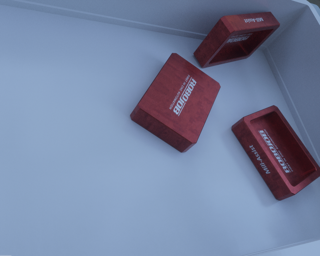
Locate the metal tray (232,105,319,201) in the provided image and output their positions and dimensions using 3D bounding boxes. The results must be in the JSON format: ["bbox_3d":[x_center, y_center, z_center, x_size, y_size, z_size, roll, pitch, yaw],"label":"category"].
[{"bbox_3d":[0.180,0.034,0.478,0.091,0.030,0.130,-19,72,-35],"label":"metal tray"}]

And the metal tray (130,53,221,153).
[{"bbox_3d":[0.027,-0.040,0.441,0.090,0.030,0.130,34,51,-6],"label":"metal tray"}]

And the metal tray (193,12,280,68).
[{"bbox_3d":[0.130,-0.150,0.524,0.131,0.090,0.030,-19,72,-35],"label":"metal tray"}]
